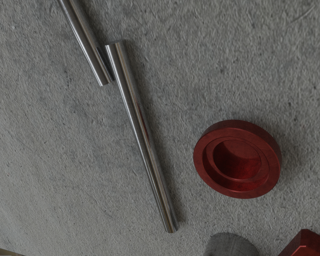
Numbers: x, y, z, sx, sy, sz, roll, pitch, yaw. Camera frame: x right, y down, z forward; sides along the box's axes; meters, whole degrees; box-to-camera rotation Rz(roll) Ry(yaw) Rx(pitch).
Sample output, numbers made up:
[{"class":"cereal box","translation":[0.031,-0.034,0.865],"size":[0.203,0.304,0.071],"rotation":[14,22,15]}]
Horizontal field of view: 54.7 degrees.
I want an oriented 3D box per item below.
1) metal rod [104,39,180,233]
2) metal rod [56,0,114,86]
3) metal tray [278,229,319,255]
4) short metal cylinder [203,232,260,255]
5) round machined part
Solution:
[{"class":"metal rod","translation":[-0.018,0.028,0.433],"size":[0.025,0.025,0.298],"rotation":[-2,118,29]},{"class":"metal rod","translation":[-0.126,-0.189,0.356],"size":[0.025,0.025,0.299],"rotation":[-11,113,33]},{"class":"metal tray","translation":[0.228,0.198,0.406],"size":[0.130,0.030,0.089],"rotation":[26,128,12]},{"class":"short metal cylinder","translation":[0.104,0.204,0.463],"size":[0.080,0.050,0.079],"rotation":[13,124,21]},{"class":"round machined part","translation":[0.093,0.033,0.367],"size":[0.098,0.042,0.097],"rotation":[13,124,21]}]
